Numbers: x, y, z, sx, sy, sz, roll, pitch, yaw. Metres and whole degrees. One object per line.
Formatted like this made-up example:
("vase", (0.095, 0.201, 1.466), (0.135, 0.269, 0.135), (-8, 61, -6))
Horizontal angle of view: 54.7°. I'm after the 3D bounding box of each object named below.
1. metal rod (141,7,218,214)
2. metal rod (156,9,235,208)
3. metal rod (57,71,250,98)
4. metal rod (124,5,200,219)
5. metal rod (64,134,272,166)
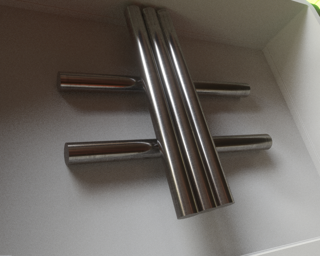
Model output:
("metal rod", (0.017, -0.040, 0.404), (0.025, 0.025, 0.299), (-1, 62, -29))
("metal rod", (0.038, -0.042, 0.417), (0.025, 0.025, 0.299), (-1, 62, -29))
("metal rod", (0.010, -0.060, 0.446), (0.303, 0.025, 0.025), (-2, 63, -29))
("metal rod", (-0.005, -0.038, 0.391), (0.025, 0.025, 0.299), (-1, 62, -29))
("metal rod", (0.032, 0.025, 0.406), (0.303, 0.025, 0.025), (-1, 63, -29))
